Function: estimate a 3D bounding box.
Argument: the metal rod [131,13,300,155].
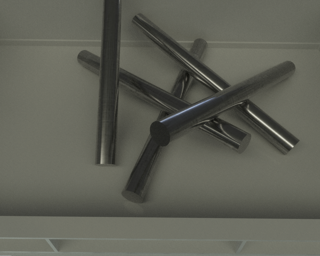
[{"bbox_3d":[0.065,-0.073,0.439,0.025,0.025,0.300,-35,67,-26],"label":"metal rod"}]

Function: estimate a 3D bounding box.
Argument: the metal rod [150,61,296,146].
[{"bbox_3d":[0.100,-0.044,0.387,0.025,0.025,0.302,37,42,26],"label":"metal rod"}]

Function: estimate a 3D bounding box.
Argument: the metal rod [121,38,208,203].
[{"bbox_3d":[0.019,-0.032,0.432,0.025,0.025,0.301,15,51,12],"label":"metal rod"}]

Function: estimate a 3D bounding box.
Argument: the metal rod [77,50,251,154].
[{"bbox_3d":[-0.015,-0.048,0.418,0.300,0.025,0.025,31,56,33],"label":"metal rod"}]

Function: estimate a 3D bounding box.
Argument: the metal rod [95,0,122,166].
[{"bbox_3d":[-0.065,-0.100,0.407,0.025,0.025,0.299,0,76,-1],"label":"metal rod"}]
